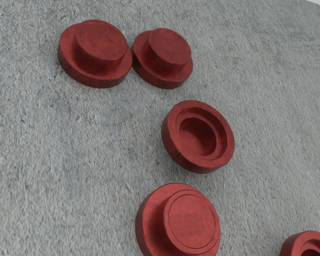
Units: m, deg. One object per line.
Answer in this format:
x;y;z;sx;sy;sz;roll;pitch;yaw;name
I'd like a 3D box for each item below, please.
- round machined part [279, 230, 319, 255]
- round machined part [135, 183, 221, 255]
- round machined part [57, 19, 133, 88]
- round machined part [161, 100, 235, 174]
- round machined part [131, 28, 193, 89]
0.185;0.181;0.382;0.099;0.042;0.098;14;56;-21;round machined part
0.026;0.107;0.341;0.099;0.042;0.098;14;56;-21;round machined part
-0.082;-0.105;0.412;0.099;0.042;0.098;14;56;-21;round machined part
0.045;0.015;0.408;0.099;0.042;0.098;14;56;-21;round machined part
0.007;-0.110;0.464;0.099;0.042;0.098;14;56;-21;round machined part
